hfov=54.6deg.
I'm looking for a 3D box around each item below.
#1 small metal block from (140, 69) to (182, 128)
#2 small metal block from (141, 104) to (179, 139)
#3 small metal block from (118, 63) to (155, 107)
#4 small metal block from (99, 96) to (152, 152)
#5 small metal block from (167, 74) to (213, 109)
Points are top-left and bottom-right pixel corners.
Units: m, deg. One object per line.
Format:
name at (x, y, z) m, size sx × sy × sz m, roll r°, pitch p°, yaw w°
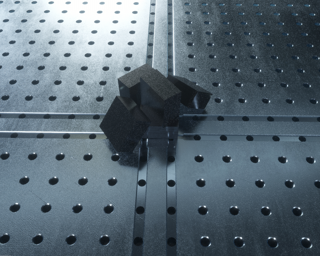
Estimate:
small metal block at (0.000, -0.037, 0.390) m, size 0.025 × 0.050 × 0.050 m, roll -29°, pitch 56°, yaw -23°
small metal block at (-0.001, -0.013, 0.418) m, size 0.050 × 0.025 × 0.050 m, roll 1°, pitch 50°, yaw -1°
small metal block at (-0.030, -0.056, 0.438) m, size 0.050 × 0.050 × 0.025 m, roll -34°, pitch 58°, yaw -25°
small metal block at (-0.045, -0.005, 0.392) m, size 0.025 × 0.050 × 0.050 m, roll 5°, pitch 36°, yaw -48°
small metal block at (0.038, -0.050, 0.433) m, size 0.050 × 0.025 × 0.050 m, roll 35°, pitch 19°, yaw 26°
